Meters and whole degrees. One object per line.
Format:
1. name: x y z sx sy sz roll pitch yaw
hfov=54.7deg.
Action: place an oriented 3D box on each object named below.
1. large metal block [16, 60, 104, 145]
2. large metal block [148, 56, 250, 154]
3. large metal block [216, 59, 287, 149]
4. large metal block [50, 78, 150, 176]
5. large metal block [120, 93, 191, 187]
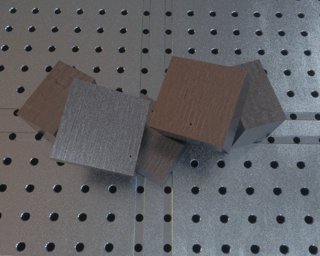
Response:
1. large metal block: -0.118 -0.023 0.389 0.050 0.080 0.080 28 72 9
2. large metal block: 0.044 -0.024 0.334 0.080 0.050 0.080 16 83 21
3. large metal block: 0.106 -0.027 0.393 0.050 0.080 0.080 -15 71 -6
4. large metal block: -0.064 0.003 0.327 0.081 0.050 0.080 16 77 -17
5. large metal block: -0.010 0.016 0.392 0.080 0.050 0.080 31 73 10
